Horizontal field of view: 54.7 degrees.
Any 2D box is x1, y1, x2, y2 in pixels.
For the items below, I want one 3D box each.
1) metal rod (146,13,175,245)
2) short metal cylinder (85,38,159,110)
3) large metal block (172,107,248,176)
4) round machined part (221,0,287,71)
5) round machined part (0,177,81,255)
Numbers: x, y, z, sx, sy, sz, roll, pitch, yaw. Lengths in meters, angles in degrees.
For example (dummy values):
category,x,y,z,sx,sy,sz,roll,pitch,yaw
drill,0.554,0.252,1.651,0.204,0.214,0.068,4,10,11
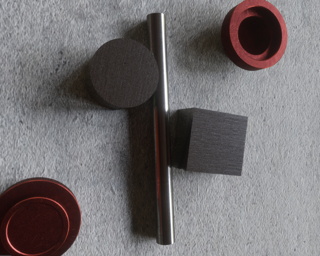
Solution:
category,x,y,z,sx,sy,sz,roll,pitch,yaw
metal rod,0.001,0.002,0.409,0.025,0.025,0.298,-3,91,-20
short metal cylinder,-0.048,-0.063,0.378,0.081,0.050,0.080,0,90,-20
large metal block,0.066,0.019,0.421,0.081,0.050,0.080,8,87,-20
round machined part,0.131,-0.131,0.448,0.099,0.042,0.097,0,90,-20
round machined part,-0.139,0.107,0.349,0.099,0.042,0.097,0,90,-20
